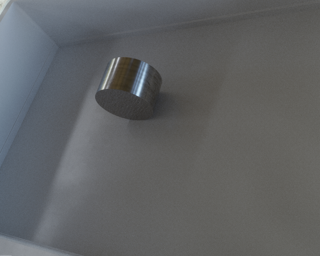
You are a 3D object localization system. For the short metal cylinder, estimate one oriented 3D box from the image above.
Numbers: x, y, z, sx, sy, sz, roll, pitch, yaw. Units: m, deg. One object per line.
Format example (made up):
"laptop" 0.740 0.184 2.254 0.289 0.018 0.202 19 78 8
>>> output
"short metal cylinder" -0.042 -0.052 0.425 0.080 0.080 0.050 1 62 29
